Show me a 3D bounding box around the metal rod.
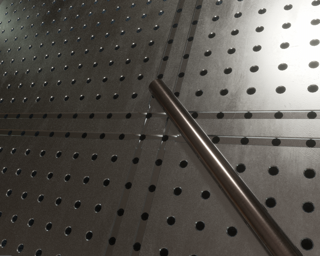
[{"bbox_3d":[0.060,0.037,0.353,0.025,0.025,0.300,-37,51,3],"label":"metal rod"}]
